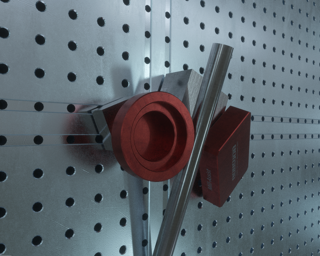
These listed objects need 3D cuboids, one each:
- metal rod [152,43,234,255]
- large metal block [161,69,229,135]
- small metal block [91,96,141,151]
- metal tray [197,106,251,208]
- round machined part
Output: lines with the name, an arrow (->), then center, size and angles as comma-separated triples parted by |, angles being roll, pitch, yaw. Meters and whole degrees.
metal rod -> 0.035, 0.047, 0.383 | 0.025, 0.025, 0.298 | 8, 101, -40
large metal block -> 0.041, -0.023, 0.424 | 0.080, 0.050, 0.080 | 29, 72, -37
small metal block -> -0.046, -0.006, 0.367 | 0.050, 0.025, 0.050 | -28, 108, -37
metal tray -> 0.095, 0.044, 0.449 | 0.090, 0.030, 0.129 | -46, 142, -30
round machined part -> -0.011, 0.009, 0.349 | 0.099, 0.042, 0.097 | -1, 91, -37
